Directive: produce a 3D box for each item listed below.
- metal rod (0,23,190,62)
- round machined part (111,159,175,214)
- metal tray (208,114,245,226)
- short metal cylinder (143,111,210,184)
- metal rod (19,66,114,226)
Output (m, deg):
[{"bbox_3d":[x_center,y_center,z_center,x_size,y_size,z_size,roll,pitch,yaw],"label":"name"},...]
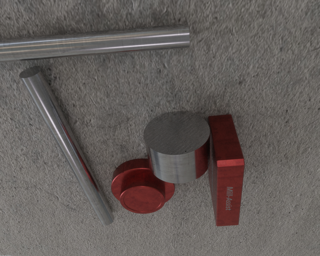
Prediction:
[{"bbox_3d":[-0.120,-0.087,0.331,0.302,0.025,0.025,-4,130,3],"label":"metal rod"},{"bbox_3d":[-0.026,0.095,0.477,0.099,0.042,0.097,0,130,0],"label":"round machined part"},{"bbox_3d":[0.085,0.058,0.414,0.030,0.090,0.129,-5,130,4],"label":"metal tray"},{"bbox_3d":[0.023,0.023,0.391,0.080,0.080,0.050,-5,130,4],"label":"short metal cylinder"},{"bbox_3d":[-0.120,0.048,0.446,0.025,0.025,0.298,-8,130,7],"label":"metal rod"}]
